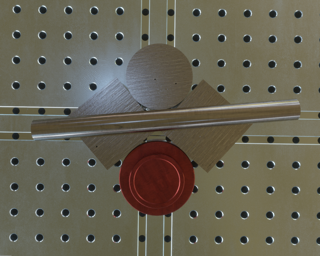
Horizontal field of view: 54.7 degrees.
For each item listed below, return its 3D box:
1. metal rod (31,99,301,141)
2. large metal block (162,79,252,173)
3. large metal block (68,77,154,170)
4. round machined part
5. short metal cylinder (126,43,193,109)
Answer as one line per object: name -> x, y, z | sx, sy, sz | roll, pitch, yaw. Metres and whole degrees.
metal rod -> 0.006, -0.009, 0.358 | 0.302, 0.025, 0.025 | -5, 90, 0
large metal block -> 0.055, -0.003, 0.395 | 0.080, 0.050, 0.080 | 42, 91, 0
large metal block -> -0.058, -0.006, 0.396 | 0.080, 0.050, 0.080 | -39, 92, 0
round machined part -> -0.004, 0.065, 0.401 | 0.099, 0.042, 0.097 | 0, 90, 0
short metal cylinder -> -0.001, -0.062, 0.397 | 0.081, 0.050, 0.079 | 0, 90, 0
